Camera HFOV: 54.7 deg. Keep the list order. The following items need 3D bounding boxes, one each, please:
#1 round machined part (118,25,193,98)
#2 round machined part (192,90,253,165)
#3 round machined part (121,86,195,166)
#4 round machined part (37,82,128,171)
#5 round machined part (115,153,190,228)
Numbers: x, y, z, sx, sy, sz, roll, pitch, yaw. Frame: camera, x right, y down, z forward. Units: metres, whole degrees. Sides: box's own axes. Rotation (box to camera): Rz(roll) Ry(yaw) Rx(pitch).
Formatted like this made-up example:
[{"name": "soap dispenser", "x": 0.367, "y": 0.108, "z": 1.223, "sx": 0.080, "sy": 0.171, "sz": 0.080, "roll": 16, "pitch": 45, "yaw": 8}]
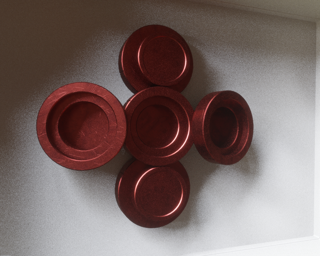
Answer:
[{"name": "round machined part", "x": -0.001, "y": -0.085, "z": 0.399, "sx": 0.099, "sy": 0.042, "sz": 0.097, "roll": 0, "pitch": 90, "yaw": -20}, {"name": "round machined part", "x": 0.079, "y": 0.000, "z": 0.420, "sx": 0.099, "sy": 0.042, "sz": 0.097, "roll": 0, "pitch": 91, "yaw": -37}, {"name": "round machined part", "x": -0.006, "y": -0.002, "z": 0.397, "sx": 0.099, "sy": 0.042, "sz": 0.097, "roll": 0, "pitch": 90, "yaw": -20}, {"name": "round machined part", "x": -0.086, "y": -0.002, "z": 0.359, "sx": 0.099, "sy": 0.042, "sz": 0.097, "roll": 0, "pitch": 90, "yaw": -3}, {"name": "round machined part", "x": -0.005, "y": 0.080, "z": 0.398, "sx": 0.099, "sy": 0.042, "sz": 0.097, "roll": 0, "pitch": 90, "yaw": -20}]
